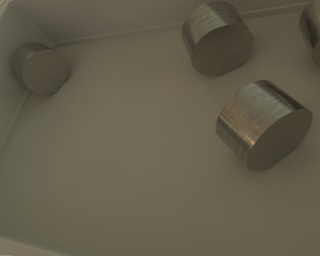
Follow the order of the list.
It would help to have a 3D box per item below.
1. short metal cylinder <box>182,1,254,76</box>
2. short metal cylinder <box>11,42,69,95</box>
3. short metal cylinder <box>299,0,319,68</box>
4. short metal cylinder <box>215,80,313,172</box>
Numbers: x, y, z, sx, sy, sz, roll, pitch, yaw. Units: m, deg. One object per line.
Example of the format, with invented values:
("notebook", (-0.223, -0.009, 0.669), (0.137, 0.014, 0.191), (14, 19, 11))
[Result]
("short metal cylinder", (0.073, -0.114, 0.401), (0.080, 0.080, 0.050), (-24, 53, 13))
("short metal cylinder", (-0.209, -0.104, 0.541), (0.050, 0.080, 0.080), (32, 80, 38))
("short metal cylinder", (0.198, -0.107, 0.332), (0.080, 0.080, 0.050), (-16, 56, 19))
("short metal cylinder", (0.105, -0.002, 0.316), (0.080, 0.080, 0.050), (-39, 51, 2))
